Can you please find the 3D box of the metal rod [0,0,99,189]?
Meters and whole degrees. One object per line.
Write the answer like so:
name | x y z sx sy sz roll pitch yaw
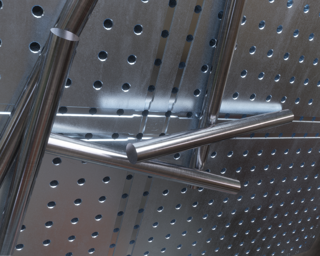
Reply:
metal rod | -0.123 -0.044 0.317 0.025 0.025 0.299 22 106 -37

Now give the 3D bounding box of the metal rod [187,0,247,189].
metal rod | 0.074 -0.040 0.428 0.025 0.025 0.298 -6 121 -26

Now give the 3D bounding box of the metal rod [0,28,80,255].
metal rod | -0.142 0.038 0.335 0.025 0.025 0.298 8 121 -33

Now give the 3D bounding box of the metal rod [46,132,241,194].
metal rod | -0.007 0.054 0.421 0.302 0.025 0.025 17 109 -29

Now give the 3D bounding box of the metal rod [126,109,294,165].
metal rod | 0.091 0.005 0.434 0.303 0.025 0.025 -11 124 -34
